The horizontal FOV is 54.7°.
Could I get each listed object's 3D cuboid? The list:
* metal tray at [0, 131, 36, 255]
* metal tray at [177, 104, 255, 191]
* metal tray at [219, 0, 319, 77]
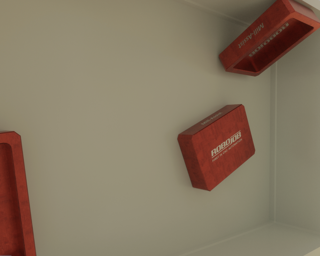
[{"bbox_3d":[-0.163,0.072,0.266,0.091,0.030,0.129,-9,96,-40],"label":"metal tray"},{"bbox_3d":[0.092,0.026,0.480,0.131,0.030,0.090,-29,108,-36],"label":"metal tray"},{"bbox_3d":[0.167,-0.134,0.478,0.091,0.129,0.030,0,61,-40],"label":"metal tray"}]
